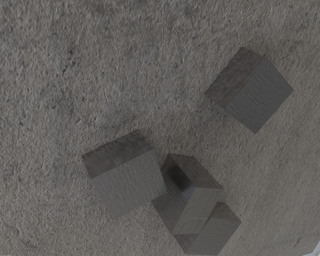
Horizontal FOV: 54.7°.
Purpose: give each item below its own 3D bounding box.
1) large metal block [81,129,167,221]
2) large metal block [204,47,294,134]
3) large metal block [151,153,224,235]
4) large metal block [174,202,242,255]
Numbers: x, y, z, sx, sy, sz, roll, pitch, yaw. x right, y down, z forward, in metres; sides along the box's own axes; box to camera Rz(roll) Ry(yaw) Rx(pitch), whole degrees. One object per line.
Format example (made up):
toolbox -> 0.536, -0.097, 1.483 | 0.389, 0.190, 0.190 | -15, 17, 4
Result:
large metal block -> -0.045, 0.061, 0.403 | 0.080, 0.050, 0.080 | -25, 128, -13
large metal block -> 0.123, -0.050, 0.426 | 0.080, 0.050, 0.080 | 32, 101, -38
large metal block -> 0.034, 0.094, 0.448 | 0.050, 0.080, 0.079 | 11, 113, -33
large metal block -> 0.081, 0.173, 0.542 | 0.080, 0.050, 0.080 | 20, 108, -36
